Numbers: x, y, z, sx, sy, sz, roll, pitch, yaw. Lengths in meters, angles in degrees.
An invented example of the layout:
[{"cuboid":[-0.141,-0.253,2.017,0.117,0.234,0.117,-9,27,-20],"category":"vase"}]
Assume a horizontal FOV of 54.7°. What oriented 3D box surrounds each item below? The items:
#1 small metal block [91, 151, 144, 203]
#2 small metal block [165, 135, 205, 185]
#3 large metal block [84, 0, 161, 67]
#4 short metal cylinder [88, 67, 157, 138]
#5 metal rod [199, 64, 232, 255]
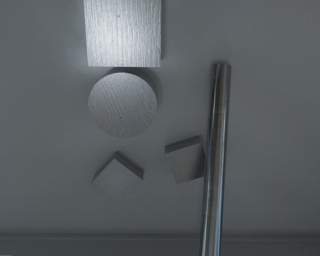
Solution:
[{"cuboid":[-0.059,0.069,0.436,0.050,0.025,0.050,40,105,-14],"category":"small metal block"},{"cuboid":[0.039,0.044,0.428,0.050,0.025,0.050,-18,109,6],"category":"small metal block"},{"cuboid":[-0.039,-0.114,0.355,0.081,0.050,0.079,1,110,-1],"category":"large metal block"},{"cuboid":[-0.043,-0.034,0.385,0.081,0.050,0.079,0,110,-1],"category":"short metal cylinder"},{"cuboid":[0.065,0.072,0.375,0.025,0.025,0.298,5,86,-2],"category":"metal rod"}]
